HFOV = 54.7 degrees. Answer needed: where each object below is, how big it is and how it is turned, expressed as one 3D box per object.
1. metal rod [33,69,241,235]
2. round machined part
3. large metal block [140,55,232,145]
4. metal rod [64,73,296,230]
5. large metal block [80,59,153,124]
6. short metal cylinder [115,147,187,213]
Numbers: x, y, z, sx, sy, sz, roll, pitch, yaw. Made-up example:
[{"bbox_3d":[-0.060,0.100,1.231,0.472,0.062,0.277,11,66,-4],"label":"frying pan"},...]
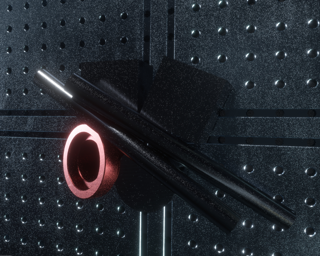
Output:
[{"bbox_3d":[-0.038,0.018,0.367,0.300,0.025,0.025,36,102,15],"label":"metal rod"},{"bbox_3d":[-0.086,0.044,0.418,0.098,0.042,0.097,-4,84,43],"label":"round machined part"},{"bbox_3d":[0.032,-0.033,0.383,0.080,0.050,0.080,26,98,18],"label":"large metal block"},{"bbox_3d":[0.021,0.026,0.361,0.301,0.025,0.025,32,101,2],"label":"metal rod"},{"bbox_3d":[-0.056,-0.045,0.412,0.080,0.050,0.079,1,90,20],"label":"large metal block"},{"bbox_3d":[-0.010,0.062,0.398,0.080,0.050,0.079,0,90,20],"label":"short metal cylinder"}]
